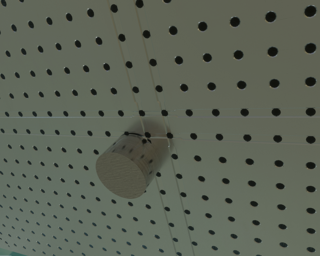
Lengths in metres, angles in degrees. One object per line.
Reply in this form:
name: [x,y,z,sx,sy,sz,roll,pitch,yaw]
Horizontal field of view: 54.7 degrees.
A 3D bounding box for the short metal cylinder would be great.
short metal cylinder: [-0.045,0.056,0.452,0.080,0.050,0.079,13,124,20]
